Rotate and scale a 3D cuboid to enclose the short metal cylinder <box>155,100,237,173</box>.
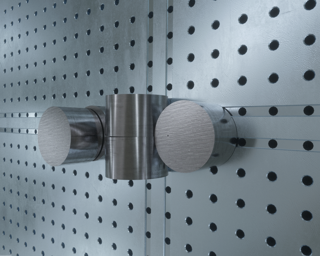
[{"bbox_3d":[0.041,0.009,0.359,0.080,0.050,0.079,0,90,39],"label":"short metal cylinder"}]

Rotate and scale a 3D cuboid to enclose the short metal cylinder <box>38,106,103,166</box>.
[{"bbox_3d":[-0.125,0.011,0.429,0.080,0.050,0.079,0,90,40],"label":"short metal cylinder"}]

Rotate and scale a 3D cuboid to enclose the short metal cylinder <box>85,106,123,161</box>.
[{"bbox_3d":[-0.082,0.008,0.461,0.080,0.050,0.079,0,90,39],"label":"short metal cylinder"}]

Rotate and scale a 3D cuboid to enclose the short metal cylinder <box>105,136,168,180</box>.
[{"bbox_3d":[-0.030,0.036,0.398,0.080,0.081,0.050,-1,89,40],"label":"short metal cylinder"}]

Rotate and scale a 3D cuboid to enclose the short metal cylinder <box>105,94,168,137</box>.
[{"bbox_3d":[-0.030,-0.016,0.399,0.080,0.081,0.050,1,92,40],"label":"short metal cylinder"}]
